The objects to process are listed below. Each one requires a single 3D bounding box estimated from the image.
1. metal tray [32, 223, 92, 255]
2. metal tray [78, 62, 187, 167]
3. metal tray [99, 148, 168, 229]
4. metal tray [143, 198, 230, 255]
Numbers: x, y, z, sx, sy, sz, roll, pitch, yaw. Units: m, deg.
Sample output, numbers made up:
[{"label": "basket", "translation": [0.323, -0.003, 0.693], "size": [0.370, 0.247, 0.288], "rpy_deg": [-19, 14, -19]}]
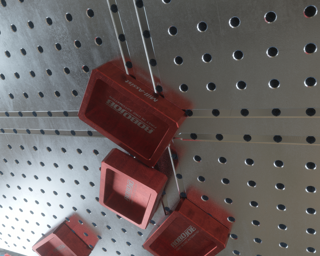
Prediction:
[{"label": "metal tray", "translation": [-0.220, 0.270, 0.687], "size": [0.090, 0.030, 0.129], "rpy_deg": [47, 129, -6]}, {"label": "metal tray", "translation": [-0.041, -0.016, 0.417], "size": [0.130, 0.030, 0.089], "rpy_deg": [34, 129, 5]}, {"label": "metal tray", "translation": [-0.046, 0.097, 0.473], "size": [0.090, 0.030, 0.129], "rpy_deg": [27, 139, 10]}, {"label": "metal tray", "translation": [0.038, 0.179, 0.496], "size": [0.090, 0.030, 0.129], "rpy_deg": [36, 129, 4]}]
